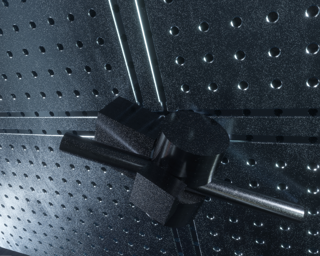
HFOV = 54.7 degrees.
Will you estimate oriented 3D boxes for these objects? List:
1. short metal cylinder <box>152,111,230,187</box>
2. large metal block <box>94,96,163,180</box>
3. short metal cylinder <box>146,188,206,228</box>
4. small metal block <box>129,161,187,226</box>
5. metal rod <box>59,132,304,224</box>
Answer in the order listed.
[{"bbox_3d":[0.035,0.023,0.367,0.080,0.080,0.050,25,127,13],"label":"short metal cylinder"},{"bbox_3d":[-0.040,0.016,0.419,0.080,0.050,0.079,26,128,12],"label":"large metal block"},{"bbox_3d":[0.019,0.083,0.412,0.080,0.080,0.050,27,128,11],"label":"short metal cylinder"},{"bbox_3d":[-0.003,0.074,0.352,0.050,0.025,0.050,31,129,18],"label":"small metal block"},{"bbox_3d":[0.027,0.061,0.379,0.302,0.025,0.025,17,127,-1],"label":"metal rod"}]
